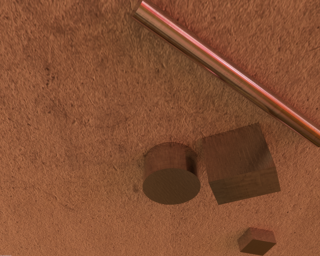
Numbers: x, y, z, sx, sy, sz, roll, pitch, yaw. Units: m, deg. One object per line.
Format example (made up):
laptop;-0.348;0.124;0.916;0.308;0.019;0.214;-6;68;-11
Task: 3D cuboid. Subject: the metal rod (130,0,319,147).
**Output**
metal rod;0.098;-0.052;0.364;0.301;0.025;0.025;29;124;-23

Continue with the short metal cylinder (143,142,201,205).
short metal cylinder;0.016;0.066;0.448;0.081;0.050;0.079;0;130;0

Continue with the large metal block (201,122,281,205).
large metal block;0.105;0.047;0.413;0.080;0.080;0.050;-16;128;13

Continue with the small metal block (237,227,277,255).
small metal block;0.186;0.219;0.597;0.050;0.025;0.050;14;129;-12
